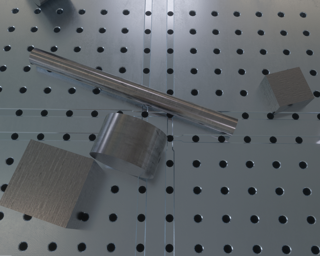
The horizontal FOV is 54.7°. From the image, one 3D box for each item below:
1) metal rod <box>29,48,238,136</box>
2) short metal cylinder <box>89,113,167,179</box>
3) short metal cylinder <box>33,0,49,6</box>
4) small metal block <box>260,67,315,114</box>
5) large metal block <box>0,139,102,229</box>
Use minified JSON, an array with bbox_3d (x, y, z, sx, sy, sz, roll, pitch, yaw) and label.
[{"bbox_3d":[-0.041,-0.052,0.430,0.301,0.025,0.025,20,71,7],"label":"metal rod"},{"bbox_3d":[-0.037,0.023,0.374,0.080,0.080,0.050,18,71,6],"label":"short metal cylinder"},{"bbox_3d":[-0.187,-0.234,0.467,0.050,0.080,0.080,-41,75,-13],"label":"short metal cylinder"},{"bbox_3d":[0.176,-0.052,0.432,0.050,0.025,0.050,-14,71,-5],"label":"small metal block"},{"bbox_3d":[-0.127,0.069,0.372,0.080,0.050,0.080,17,71,6],"label":"large metal block"}]
